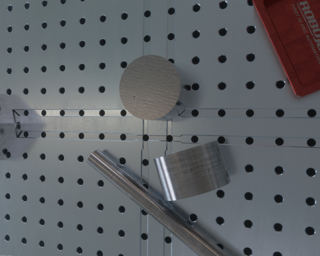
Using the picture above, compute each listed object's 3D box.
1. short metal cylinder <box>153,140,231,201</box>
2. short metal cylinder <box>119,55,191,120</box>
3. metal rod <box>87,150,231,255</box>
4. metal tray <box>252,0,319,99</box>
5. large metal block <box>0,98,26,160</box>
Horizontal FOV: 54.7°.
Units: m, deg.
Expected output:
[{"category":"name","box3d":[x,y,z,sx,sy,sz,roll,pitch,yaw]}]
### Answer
[{"category":"short metal cylinder","box3d":[0.038,0.050,0.370,0.080,0.080,0.050,-19,84,19]},{"category":"short metal cylinder","box3d":[-0.005,-0.050,0.401,0.080,0.050,0.079,0,90,20]},{"category":"metal rod","box3d":[0.021,0.126,0.405,0.300,0.025,0.025,36,102,16]},{"category":"metal tray","box3d":[0.172,-0.109,0.349,0.090,0.030,0.129,-24,82,18]},{"category":"large metal block","box3d":[-0.279,-0.002,0.498,0.080,0.050,0.080,41,103,15]}]
